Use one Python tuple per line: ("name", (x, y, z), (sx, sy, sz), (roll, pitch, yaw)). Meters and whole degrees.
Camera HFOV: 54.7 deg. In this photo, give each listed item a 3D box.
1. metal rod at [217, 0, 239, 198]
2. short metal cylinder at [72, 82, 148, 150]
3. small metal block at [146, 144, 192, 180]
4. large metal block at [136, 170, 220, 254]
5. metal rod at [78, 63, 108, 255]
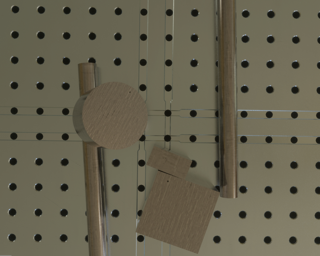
("metal rod", (0.091, -0.058, 0.414), (0.025, 0.025, 0.298), (-1, 90, -1))
("short metal cylinder", (-0.062, -0.014, 0.385), (0.081, 0.050, 0.079), (1, 88, -28))
("small metal block", (0.011, 0.042, 0.401), (0.050, 0.050, 0.025), (22, 90, -1))
("large metal block", (0.022, 0.102, 0.401), (0.080, 0.050, 0.080), (20, 90, -1))
("metal rod", (-0.088, 0.064, 0.412), (0.025, 0.025, 0.298), (-3, 90, -1))
